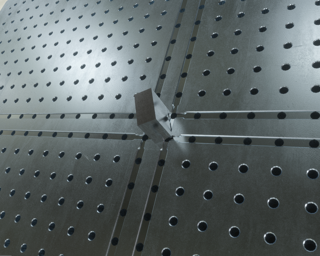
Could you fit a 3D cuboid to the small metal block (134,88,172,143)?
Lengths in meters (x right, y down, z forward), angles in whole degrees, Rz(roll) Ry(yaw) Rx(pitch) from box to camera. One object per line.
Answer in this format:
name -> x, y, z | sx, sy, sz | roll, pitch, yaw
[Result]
small metal block -> -0.009, -0.016, 0.407 | 0.025, 0.050, 0.050 | -20, 54, 16
